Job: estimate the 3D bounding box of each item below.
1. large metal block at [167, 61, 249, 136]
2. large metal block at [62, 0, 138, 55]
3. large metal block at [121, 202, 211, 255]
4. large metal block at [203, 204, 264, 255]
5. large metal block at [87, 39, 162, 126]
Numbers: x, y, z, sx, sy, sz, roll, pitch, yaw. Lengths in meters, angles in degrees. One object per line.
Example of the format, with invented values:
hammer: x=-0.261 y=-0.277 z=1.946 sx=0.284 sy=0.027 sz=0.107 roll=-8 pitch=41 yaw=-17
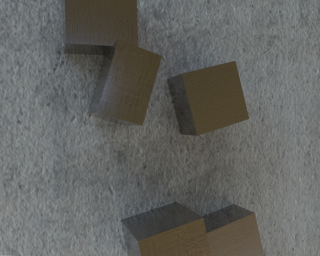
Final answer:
large metal block: x=0.065 y=-0.040 z=0.421 sx=0.081 sy=0.050 sz=0.080 roll=-17 pitch=96 yaw=-20
large metal block: x=-0.073 y=-0.132 z=0.369 sx=0.081 sy=0.050 sz=0.079 roll=-2 pitch=91 yaw=-20
large metal block: x=0.004 y=0.136 z=0.383 sx=0.081 sy=0.080 sz=0.050 roll=-13 pitch=95 yaw=-20
large metal block: x=0.092 y=0.163 z=0.432 sx=0.081 sy=0.050 sz=0.080 roll=-16 pitch=96 yaw=-20
large metal block: x=-0.045 y=-0.048 z=0.364 sx=0.050 sy=0.080 sz=0.080 roll=17 pitch=85 yaw=-20
